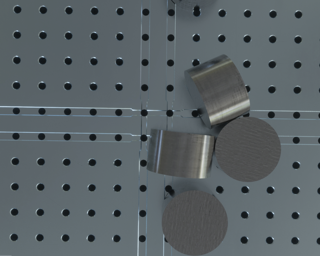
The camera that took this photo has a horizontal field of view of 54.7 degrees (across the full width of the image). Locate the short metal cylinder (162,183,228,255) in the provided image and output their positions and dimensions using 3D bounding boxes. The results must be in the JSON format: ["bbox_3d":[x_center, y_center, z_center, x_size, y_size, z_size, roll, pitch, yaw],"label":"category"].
[{"bbox_3d":[0.042,0.115,0.401,0.081,0.050,0.080,0,90,0],"label":"short metal cylinder"}]

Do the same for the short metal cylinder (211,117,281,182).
[{"bbox_3d":[0.107,0.026,0.402,0.081,0.050,0.079,0,90,0],"label":"short metal cylinder"}]

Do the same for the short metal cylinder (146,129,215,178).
[{"bbox_3d":[0.026,0.030,0.386,0.080,0.080,0.050,7,90,0],"label":"short metal cylinder"}]

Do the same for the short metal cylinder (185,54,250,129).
[{"bbox_3d":[0.070,-0.045,0.386,0.050,0.080,0.080,-24,90,0],"label":"short metal cylinder"}]

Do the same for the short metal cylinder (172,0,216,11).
[{"bbox_3d":[0.047,-0.201,0.401,0.081,0.050,0.079,0,90,0],"label":"short metal cylinder"}]
